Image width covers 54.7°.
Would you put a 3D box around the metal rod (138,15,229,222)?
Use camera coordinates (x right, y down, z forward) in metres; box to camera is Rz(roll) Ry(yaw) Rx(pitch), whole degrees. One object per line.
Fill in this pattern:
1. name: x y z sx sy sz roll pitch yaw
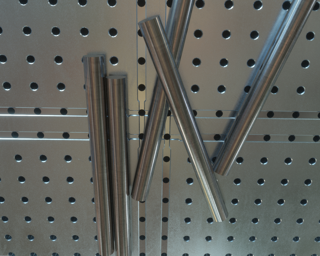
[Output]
1. metal rod: 0.039 0.007 0.398 0.025 0.025 0.299 -19 116 6

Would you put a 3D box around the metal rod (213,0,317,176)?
1. metal rod: 0.137 -0.070 0.389 0.025 0.025 0.298 19 109 -8

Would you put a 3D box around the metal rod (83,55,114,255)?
1. metal rod: -0.083 0.051 0.431 0.025 0.025 0.298 0 110 -1

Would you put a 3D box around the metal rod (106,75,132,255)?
1. metal rod: -0.056 0.076 0.440 0.025 0.025 0.298 0 110 -1

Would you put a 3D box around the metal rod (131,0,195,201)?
1. metal rod: 0.002 -0.038 0.399 0.025 0.025 0.298 11 110 -5
